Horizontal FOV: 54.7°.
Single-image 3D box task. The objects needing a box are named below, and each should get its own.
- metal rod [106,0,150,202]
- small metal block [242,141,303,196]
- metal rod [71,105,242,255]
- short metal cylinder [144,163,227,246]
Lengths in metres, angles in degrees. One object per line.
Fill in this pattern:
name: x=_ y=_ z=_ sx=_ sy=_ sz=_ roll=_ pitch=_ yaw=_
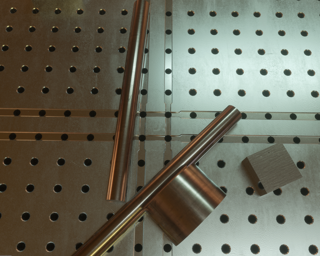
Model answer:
metal rod: x=-0.041 y=-0.051 z=0.429 sx=0.025 sy=0.025 sz=0.299 roll=5 pitch=70 yaw=1
small metal block: x=0.142 y=0.052 z=0.394 sx=0.050 sy=0.025 sz=0.050 roll=-22 pitch=72 yaw=-8
metal rod: x=-0.006 y=0.076 z=0.383 sx=0.301 sy=0.025 sz=0.025 roll=-42 pitch=76 yaw=-14
short metal cylinder: x=0.029 y=0.086 z=0.352 sx=0.080 sy=0.080 sz=0.050 roll=-42 pitch=76 yaw=-14
